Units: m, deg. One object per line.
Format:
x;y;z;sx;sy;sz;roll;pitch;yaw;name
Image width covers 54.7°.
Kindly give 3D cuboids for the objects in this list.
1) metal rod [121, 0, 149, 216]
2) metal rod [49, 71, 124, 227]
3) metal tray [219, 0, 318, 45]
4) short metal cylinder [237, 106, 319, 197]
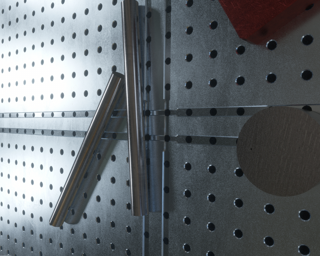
-0.035;-0.030;0.436;0.025;0.025;0.298;-5;87;39;metal rod
-0.123;0.046;0.507;0.025;0.025;0.298;41;115;32;metal rod
0.100;-0.166;0.323;0.090;0.030;0.130;-35;69;34;metal tray
0.121;0.020;0.292;0.080;0.050;0.079;0;90;39;short metal cylinder
